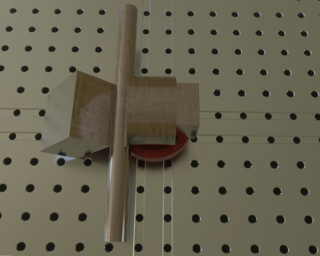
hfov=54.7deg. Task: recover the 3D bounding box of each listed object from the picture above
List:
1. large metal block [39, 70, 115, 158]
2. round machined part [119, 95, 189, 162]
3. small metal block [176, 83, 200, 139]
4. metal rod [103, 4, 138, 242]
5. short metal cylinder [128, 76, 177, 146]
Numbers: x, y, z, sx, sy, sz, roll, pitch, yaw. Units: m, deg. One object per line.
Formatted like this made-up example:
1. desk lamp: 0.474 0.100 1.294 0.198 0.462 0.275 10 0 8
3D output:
1. large metal block: -0.102 -0.013 0.380 0.050 0.080 0.080 18 64 -38
2. round machined part: -0.008 -0.003 0.402 0.099 0.042 0.098 0 70 -1
3. small metal block: 0.030 -0.019 0.361 0.025 0.050 0.050 1 70 0
4. metal rod: -0.045 -0.022 0.375 0.025 0.025 0.299 1 70 0
5. short metal cylinder: -0.008 -0.020 0.358 0.050 0.080 0.080 1 70 0
